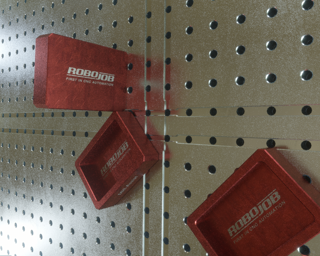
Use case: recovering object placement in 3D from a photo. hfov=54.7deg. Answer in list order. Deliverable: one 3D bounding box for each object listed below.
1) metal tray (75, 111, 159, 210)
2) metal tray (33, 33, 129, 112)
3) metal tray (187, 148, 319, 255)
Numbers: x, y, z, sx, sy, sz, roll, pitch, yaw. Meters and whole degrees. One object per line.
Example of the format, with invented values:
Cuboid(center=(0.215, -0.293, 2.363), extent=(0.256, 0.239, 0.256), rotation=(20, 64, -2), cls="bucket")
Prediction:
Cuboid(center=(-0.069, 0.049, 0.460), extent=(0.129, 0.030, 0.090), rotation=(-48, 62, 29), cls="metal tray")
Cuboid(center=(-0.102, -0.069, 0.423), extent=(0.030, 0.131, 0.089), rotation=(6, 94, 39), cls="metal tray")
Cuboid(center=(0.098, 0.094, 0.324), extent=(0.129, 0.030, 0.090), rotation=(-52, 60, 27), cls="metal tray")
